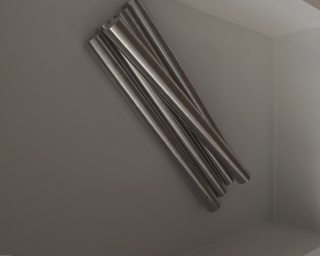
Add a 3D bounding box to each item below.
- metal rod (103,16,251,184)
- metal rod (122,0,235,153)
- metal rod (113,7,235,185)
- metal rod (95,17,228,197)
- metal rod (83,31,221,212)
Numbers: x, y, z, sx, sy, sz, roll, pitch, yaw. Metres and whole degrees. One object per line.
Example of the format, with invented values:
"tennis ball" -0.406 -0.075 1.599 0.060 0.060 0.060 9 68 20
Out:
"metal rod" 0.039 -0.017 0.404 0.300 0.025 0.025 46 63 -30
"metal rod" 0.043 -0.046 0.440 0.025 0.025 0.300 -51 120 -28
"metal rod" 0.030 -0.026 0.430 0.025 0.025 0.300 -51 120 -28
"metal rod" 0.016 -0.010 0.418 0.025 0.025 0.300 -51 120 -28
"metal rod" 0.004 0.010 0.408 0.025 0.025 0.300 -51 120 -28
